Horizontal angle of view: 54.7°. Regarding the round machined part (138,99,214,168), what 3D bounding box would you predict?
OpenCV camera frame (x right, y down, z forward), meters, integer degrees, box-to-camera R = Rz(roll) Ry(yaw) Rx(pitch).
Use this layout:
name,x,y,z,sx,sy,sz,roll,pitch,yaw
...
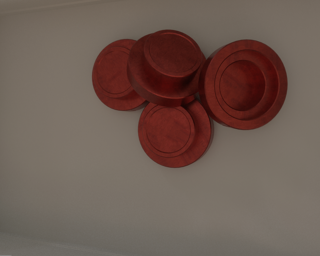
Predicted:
name,x,y,z,sx,sy,sz,roll,pitch,yaw
round machined part,0.017,0.002,0.395,0.098,0.042,0.097,0,90,19

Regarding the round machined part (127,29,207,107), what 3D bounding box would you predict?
name,x,y,z,sx,sy,sz,roll,pitch,yaw
round machined part,0.012,-0.078,0.369,0.099,0.042,0.098,5,63,-10

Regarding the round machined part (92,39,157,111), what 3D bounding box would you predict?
name,x,y,z,sx,sy,sz,roll,pitch,yaw
round machined part,-0.050,-0.072,0.418,0.098,0.042,0.097,0,90,19

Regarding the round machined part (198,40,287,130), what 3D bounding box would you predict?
name,x,y,z,sx,sy,sz,roll,pitch,yaw
round machined part,0.090,-0.048,0.354,0.099,0.042,0.097,-1,95,-13
